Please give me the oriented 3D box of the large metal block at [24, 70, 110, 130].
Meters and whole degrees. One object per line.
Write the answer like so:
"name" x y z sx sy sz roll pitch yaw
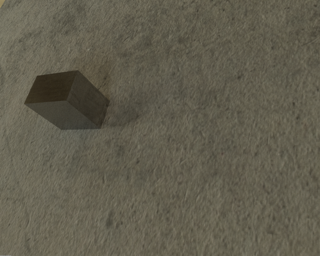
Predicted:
"large metal block" -0.137 -0.038 0.465 0.080 0.080 0.050 -1 61 27
